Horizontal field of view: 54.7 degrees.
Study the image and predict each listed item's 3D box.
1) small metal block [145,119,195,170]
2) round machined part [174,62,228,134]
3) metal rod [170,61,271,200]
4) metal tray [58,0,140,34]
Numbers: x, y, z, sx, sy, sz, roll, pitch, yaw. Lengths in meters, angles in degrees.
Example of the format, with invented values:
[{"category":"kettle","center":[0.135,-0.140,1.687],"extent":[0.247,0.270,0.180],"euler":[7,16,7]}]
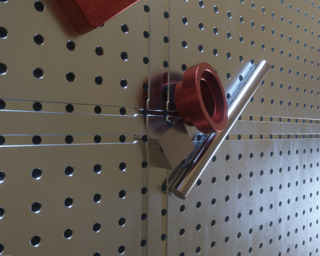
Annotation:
[{"category":"small metal block","center":[0.015,0.021,0.424],"extent":[0.050,0.025,0.050],"euler":[-39,114,-33]},{"category":"round machined part","center":[0.056,-0.039,0.434],"extent":[0.098,0.042,0.098],"euler":[27,56,-50]},{"category":"metal rod","center":[0.109,-0.011,0.502],"extent":[0.301,0.025,0.025],"euler":[-51,120,-28]},{"category":"metal tray","center":[-0.084,-0.182,0.336],"extent":[0.090,0.030,0.130],"euler":[-47,118,-30]}]
